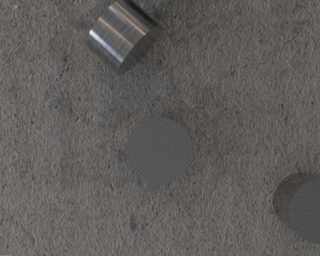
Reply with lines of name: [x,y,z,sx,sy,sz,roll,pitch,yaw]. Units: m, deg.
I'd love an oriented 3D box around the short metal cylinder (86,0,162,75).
short metal cylinder: [-0.043,-0.112,0.382,0.050,0.080,0.080,43,90,0]

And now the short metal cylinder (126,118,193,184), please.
short metal cylinder: [0.000,0.027,0.397,0.081,0.050,0.080,0,90,0]

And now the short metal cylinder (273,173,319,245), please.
short metal cylinder: [0.195,0.101,0.399,0.081,0.050,0.080,0,90,0]
